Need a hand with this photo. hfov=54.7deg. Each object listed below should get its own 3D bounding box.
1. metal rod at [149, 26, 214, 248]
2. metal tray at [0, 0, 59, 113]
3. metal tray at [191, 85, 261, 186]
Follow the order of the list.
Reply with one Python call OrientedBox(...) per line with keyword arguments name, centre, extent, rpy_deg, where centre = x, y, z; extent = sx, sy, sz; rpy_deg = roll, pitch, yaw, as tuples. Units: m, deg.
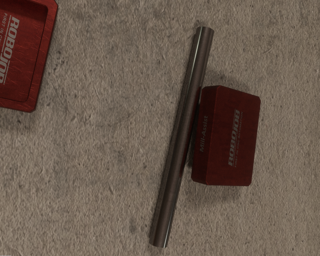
OrientedBox(name="metal rod", centre=(0.031, 0.009, 0.421), extent=(0.025, 0.025, 0.298), rpy_deg=(15, 85, -20))
OrientedBox(name="metal tray", centre=(-0.172, -0.088, 0.342), extent=(0.091, 0.030, 0.129), rpy_deg=(12, 86, -20))
OrientedBox(name="metal tray", centre=(0.094, 0.013, 0.430), extent=(0.091, 0.030, 0.129), rpy_deg=(9, 87, -35))
